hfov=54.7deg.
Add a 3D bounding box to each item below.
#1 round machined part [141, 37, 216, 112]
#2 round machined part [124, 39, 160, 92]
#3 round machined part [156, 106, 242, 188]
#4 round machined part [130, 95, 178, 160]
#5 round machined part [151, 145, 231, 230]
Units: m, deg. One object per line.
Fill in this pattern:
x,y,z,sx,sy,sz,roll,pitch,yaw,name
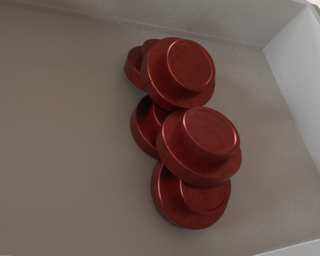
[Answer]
0.029,-0.070,0.385,0.099,0.042,0.098,9,70,-26,round machined part
0.003,-0.089,0.434,0.099,0.042,0.098,15,40,-13,round machined part
0.049,0.014,0.345,0.099,0.042,0.098,15,45,-16,round machined part
0.014,-0.008,0.405,0.099,0.042,0.098,14,55,-20,round machined part
0.042,0.066,0.357,0.099,0.042,0.098,8,73,-26,round machined part
